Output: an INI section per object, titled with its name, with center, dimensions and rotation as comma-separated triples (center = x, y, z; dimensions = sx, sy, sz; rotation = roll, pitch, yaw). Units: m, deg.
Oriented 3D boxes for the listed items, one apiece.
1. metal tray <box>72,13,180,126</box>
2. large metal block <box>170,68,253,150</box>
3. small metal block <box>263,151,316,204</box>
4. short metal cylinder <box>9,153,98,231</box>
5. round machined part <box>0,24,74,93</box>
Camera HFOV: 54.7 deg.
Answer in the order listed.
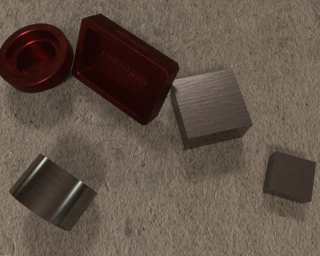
[metal tray]
center = -0.049, -0.074, 0.399
dimensions = 0.130, 0.089, 0.030
rotation = 35, 40, 11
[large metal block]
center = 0.063, -0.024, 0.404
dimensions = 0.081, 0.050, 0.080
rotation = -13, 71, -5
[small metal block]
center = 0.162, 0.062, 0.387
dimensions = 0.050, 0.025, 0.050
rotation = 16, 71, 5
[short metal cylinder]
center = -0.119, 0.072, 0.351
dimensions = 0.080, 0.080, 0.050
rotation = 32, 73, 10
[round machined part]
center = -0.165, -0.091, 0.425
dimensions = 0.099, 0.042, 0.098
rotation = -3, 68, 7
